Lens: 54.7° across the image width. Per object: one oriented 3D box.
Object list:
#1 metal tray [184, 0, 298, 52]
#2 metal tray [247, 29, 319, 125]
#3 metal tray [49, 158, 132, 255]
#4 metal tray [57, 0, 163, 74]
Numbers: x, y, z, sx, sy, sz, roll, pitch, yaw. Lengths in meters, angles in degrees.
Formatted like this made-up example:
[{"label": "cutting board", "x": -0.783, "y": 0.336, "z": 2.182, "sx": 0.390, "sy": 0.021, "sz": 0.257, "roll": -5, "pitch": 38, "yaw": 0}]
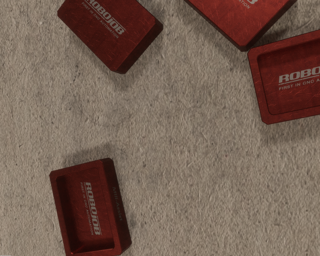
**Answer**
[{"label": "metal tray", "x": 0.087, "y": -0.168, "z": 0.375, "sx": 0.090, "sy": 0.030, "sz": 0.130, "roll": -46, "pitch": 76, "yaw": 14}, {"label": "metal tray", "x": 0.173, "y": -0.059, "z": 0.345, "sx": 0.130, "sy": 0.030, "sz": 0.089, "roll": -12, "pitch": 86, "yaw": 19}, {"label": "metal tray", "x": -0.100, "y": 0.115, "z": 0.439, "sx": 0.090, "sy": 0.030, "sz": 0.129, "roll": -15, "pitch": 85, "yaw": 19}, {"label": "metal tray", "x": -0.071, "y": -0.150, "z": 0.430, "sx": 0.130, "sy": 0.030, "sz": 0.090, "roll": 46, "pitch": 104, "yaw": 14}]
